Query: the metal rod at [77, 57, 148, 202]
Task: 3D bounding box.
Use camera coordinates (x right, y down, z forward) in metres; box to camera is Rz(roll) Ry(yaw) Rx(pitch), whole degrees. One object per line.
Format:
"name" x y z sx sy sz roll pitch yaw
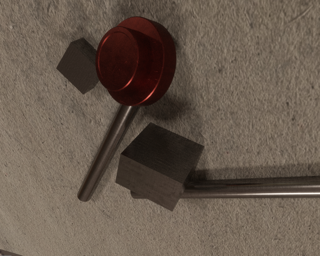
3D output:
"metal rod" -0.072 0.022 0.456 0.025 0.025 0.298 36 129 4

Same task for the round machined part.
"round machined part" -0.033 -0.073 0.340 0.098 0.042 0.097 1 92 41

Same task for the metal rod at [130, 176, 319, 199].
"metal rod" 0.088 0.080 0.408 0.300 0.025 0.025 -8 114 31

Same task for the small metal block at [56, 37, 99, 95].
"small metal block" -0.101 -0.081 0.408 0.050 0.025 0.050 45 129 -4

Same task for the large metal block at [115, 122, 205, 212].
"large metal block" 0.001 0.046 0.398 0.080 0.080 0.050 24 127 13
